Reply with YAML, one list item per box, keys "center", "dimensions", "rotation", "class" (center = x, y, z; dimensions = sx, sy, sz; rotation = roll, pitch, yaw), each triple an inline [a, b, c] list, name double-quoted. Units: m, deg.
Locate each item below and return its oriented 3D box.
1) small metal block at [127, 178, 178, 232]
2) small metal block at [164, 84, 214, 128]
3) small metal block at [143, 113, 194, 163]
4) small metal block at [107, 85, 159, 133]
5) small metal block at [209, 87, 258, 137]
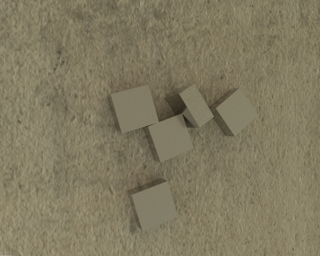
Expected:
- center: [-0.010, 0.100, 0.406]
  dimensions: [0.050, 0.025, 0.050]
  rotation: [-18, 96, -20]
  class: "small metal block"
- center: [0.038, -0.028, 0.411]
  dimensions: [0.025, 0.050, 0.050]
  rotation: [-36, 102, -17]
  class: "small metal block"
- center: [0.011, 0.012, 0.414]
  dimensions: [0.050, 0.025, 0.050]
  rotation: [-22, 98, -19]
  class: "small metal block"
- center: [-0.035, -0.024, 0.397]
  dimensions: [0.050, 0.025, 0.050]
  rotation: [-17, 96, -20]
  class: "small metal block"
- center: [0.106, -0.023, 0.450]
  dimensions: [0.050, 0.025, 0.050]
  rotation: [-40, 103, -16]
  class: "small metal block"
